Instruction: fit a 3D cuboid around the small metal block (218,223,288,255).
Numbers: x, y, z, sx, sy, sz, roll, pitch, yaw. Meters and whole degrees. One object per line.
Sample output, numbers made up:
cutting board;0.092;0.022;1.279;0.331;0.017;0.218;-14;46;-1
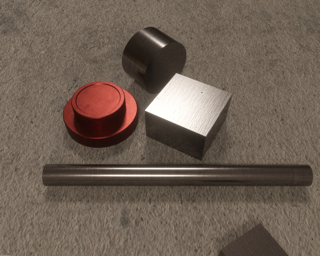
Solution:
small metal block;0.092;0.129;0.296;0.050;0.025;0.050;-25;55;-20

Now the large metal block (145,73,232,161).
large metal block;0.037;-0.016;0.401;0.080;0.050;0.080;24;54;18

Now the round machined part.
round machined part;-0.079;-0.025;0.412;0.099;0.042;0.098;0;50;0

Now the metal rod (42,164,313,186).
metal rod;0.020;0.054;0.357;0.302;0.025;0.025;0;50;-1

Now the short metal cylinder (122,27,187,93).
short metal cylinder;-0.008;-0.098;0.450;0.080;0.080;0.050;-34;58;-25
